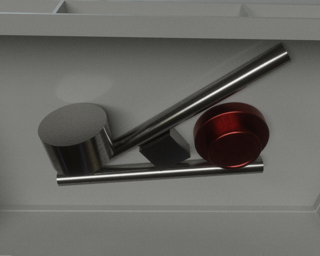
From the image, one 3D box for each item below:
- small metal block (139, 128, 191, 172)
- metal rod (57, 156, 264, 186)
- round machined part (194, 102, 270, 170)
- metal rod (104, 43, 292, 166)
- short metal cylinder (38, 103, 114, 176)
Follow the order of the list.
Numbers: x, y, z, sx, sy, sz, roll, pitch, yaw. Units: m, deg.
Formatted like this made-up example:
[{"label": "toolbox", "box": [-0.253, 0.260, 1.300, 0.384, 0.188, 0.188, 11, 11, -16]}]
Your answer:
[{"label": "small metal block", "box": [0.007, 0.028, 0.430, 0.050, 0.025, 0.050, -29, 125, 22]}, {"label": "metal rod", "box": [-0.001, 0.065, 0.462, 0.302, 0.025, 0.025, -4, 130, 3]}, {"label": "round machined part", "box": [0.095, 0.017, 0.410, 0.099, 0.042, 0.097, -1, 130, 0]}, {"label": "metal rod", "box": [0.017, -0.015, 0.395, 0.300, 0.025, 0.025, -29, 125, 22]}, {"label": "short metal cylinder", "box": [-0.101, 0.013, 0.381, 0.080, 0.080, 0.050, -4, 130, 3]}]
